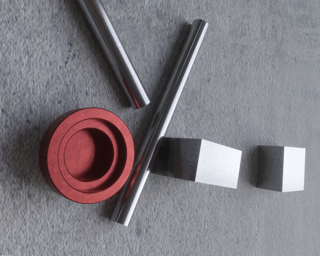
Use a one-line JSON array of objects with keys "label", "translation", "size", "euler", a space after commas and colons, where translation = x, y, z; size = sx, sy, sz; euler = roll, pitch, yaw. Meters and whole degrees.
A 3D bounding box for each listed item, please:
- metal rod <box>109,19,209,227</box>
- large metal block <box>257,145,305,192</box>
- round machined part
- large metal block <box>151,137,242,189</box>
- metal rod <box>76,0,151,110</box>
[{"label": "metal rod", "translation": [0.006, -0.020, 0.411], "size": [0.025, 0.025, 0.300], "euler": [35, 68, -35]}, {"label": "large metal block", "translation": [0.230, 0.075, 0.585], "size": [0.081, 0.050, 0.080], "euler": [6, 86, -40]}, {"label": "round machined part", "translation": [-0.079, 0.028, 0.329], "size": [0.099, 0.042, 0.097], "euler": [0, 90, -40]}, {"label": "large metal block", "translation": [0.048, 0.046, 0.412], "size": [0.081, 0.080, 0.050], "euler": [17, 79, -39]}, {"label": "metal rod", "translation": [-0.085, -0.154, 0.333], "size": [0.025, 0.025, 0.299], "euler": [-41, 115, -33]}]
